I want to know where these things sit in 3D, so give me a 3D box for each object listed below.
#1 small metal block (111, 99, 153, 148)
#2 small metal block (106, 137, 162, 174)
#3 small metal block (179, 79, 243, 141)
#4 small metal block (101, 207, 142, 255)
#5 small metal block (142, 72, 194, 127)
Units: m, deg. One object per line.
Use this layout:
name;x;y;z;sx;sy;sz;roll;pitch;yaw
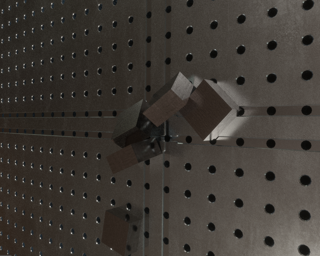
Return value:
small metal block;-0.036;-0.005;0.420;0.050;0.025;0.050;-28;36;36
small metal block;-0.035;0.037;0.417;0.050;0.050;0.025;-27;83;36
small metal block;0.058;-0.021;0.361;0.050;0.025;0.050;-52;60;27
small metal block;-0.057;0.151;0.454;0.050;0.025;0.050;14;99;38
small metal block;0.011;-0.036;0.380;0.025;0.050;0.050;43;124;-13
